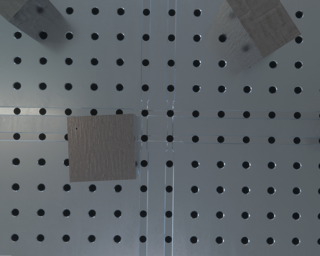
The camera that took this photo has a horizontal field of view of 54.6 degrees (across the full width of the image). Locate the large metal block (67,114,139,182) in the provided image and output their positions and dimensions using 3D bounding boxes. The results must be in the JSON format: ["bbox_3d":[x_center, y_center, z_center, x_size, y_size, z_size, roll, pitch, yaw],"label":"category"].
[{"bbox_3d":[-0.071,0.024,0.400,0.080,0.050,0.080,-3,90,0],"label":"large metal block"}]

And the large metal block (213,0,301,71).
[{"bbox_3d":[0.116,-0.125,0.386,0.050,0.080,0.080,-33,90,0],"label":"large metal block"}]

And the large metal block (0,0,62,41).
[{"bbox_3d":[-0.182,-0.164,0.385,0.080,0.080,0.050,42,90,0],"label":"large metal block"}]
